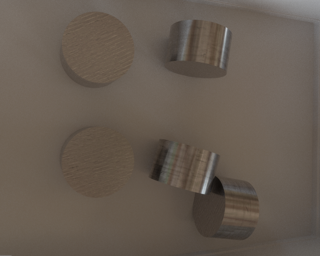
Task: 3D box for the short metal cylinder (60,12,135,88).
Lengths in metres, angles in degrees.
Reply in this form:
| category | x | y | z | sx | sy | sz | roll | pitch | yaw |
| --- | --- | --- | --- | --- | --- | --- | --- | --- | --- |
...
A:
| category | x | y | z | sx | sy | sz | roll | pitch | yaw |
| --- | --- | --- | --- | --- | --- | --- | --- | --- | --- |
| short metal cylinder | -0.076 | -0.090 | 0.370 | 0.081 | 0.050 | 0.079 | 0 | 90 | -21 |

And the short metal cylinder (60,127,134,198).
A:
| category | x | y | z | sx | sy | sz | roll | pitch | yaw |
| --- | --- | --- | --- | --- | --- | --- | --- | --- | --- |
| short metal cylinder | -0.076 | 0.038 | 0.370 | 0.081 | 0.050 | 0.079 | 0 | 90 | -21 |

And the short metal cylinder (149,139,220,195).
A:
| category | x | y | z | sx | sy | sz | roll | pitch | yaw |
| --- | --- | --- | --- | --- | --- | --- | --- | --- | --- |
| short metal cylinder | 0.031 | 0.049 | 0.394 | 0.081 | 0.080 | 0.050 | 18 | 84 | -20 |

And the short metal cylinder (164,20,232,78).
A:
| category | x | y | z | sx | sy | sz | roll | pitch | yaw |
| --- | --- | --- | --- | --- | --- | --- | --- | --- | --- |
| short metal cylinder | 0.049 | -0.099 | 0.401 | 0.081 | 0.080 | 0.050 | 10 | 87 | -20 |

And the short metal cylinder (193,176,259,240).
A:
| category | x | y | z | sx | sy | sz | roll | pitch | yaw |
| --- | --- | --- | --- | --- | --- | --- | --- | --- | --- |
| short metal cylinder | 0.086 | 0.106 | 0.415 | 0.050 | 0.080 | 0.080 | 13 | 86 | -20 |
